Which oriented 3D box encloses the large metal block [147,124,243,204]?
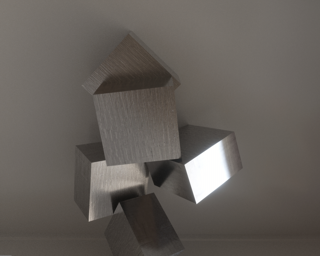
[{"bbox_3d":[0.039,0.039,0.380,0.081,0.080,0.050,-29,113,-30],"label":"large metal block"}]

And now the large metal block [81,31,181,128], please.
[{"bbox_3d":[-0.033,-0.058,0.376,0.080,0.050,0.080,42,104,-14],"label":"large metal block"}]

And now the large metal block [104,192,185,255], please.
[{"bbox_3d":[-0.024,0.142,0.391,0.050,0.080,0.079,-8,140,-34],"label":"large metal block"}]

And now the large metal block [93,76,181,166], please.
[{"bbox_3d":[-0.022,-0.009,0.341,0.080,0.050,0.079,-6,110,2],"label":"large metal block"}]

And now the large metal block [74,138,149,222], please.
[{"bbox_3d":[-0.062,0.063,0.401,0.081,0.050,0.079,-7,115,-35],"label":"large metal block"}]
